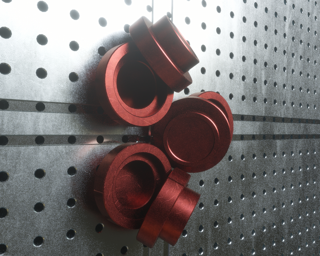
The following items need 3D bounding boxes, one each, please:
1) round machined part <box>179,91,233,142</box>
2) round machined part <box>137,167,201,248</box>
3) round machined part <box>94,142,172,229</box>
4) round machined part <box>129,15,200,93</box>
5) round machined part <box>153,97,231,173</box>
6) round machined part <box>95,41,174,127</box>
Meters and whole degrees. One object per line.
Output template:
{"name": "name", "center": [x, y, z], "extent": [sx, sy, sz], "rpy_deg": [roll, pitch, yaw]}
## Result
{"name": "round machined part", "center": [0.058, -0.003, 0.445], "extent": [0.099, 0.042, 0.097], "rpy_deg": [0, 90, -40]}
{"name": "round machined part", "center": [0.015, 0.100, 0.372], "extent": [0.042, 0.098, 0.098], "rpy_deg": [28, 71, 11]}
{"name": "round machined part", "center": [-0.035, 0.065, 0.368], "extent": [0.099, 0.042, 0.097], "rpy_deg": [0, 90, -40]}
{"name": "round machined part", "center": [0.011, -0.094, 0.370], "extent": [0.098, 0.042, 0.098], "rpy_deg": [49, 17, -20]}
{"name": "round machined part", "center": [0.039, 0.010, 0.390], "extent": [0.042, 0.098, 0.097], "rpy_deg": [-56, 136, -77]}
{"name": "round machined part", "center": [-0.033, -0.050, 0.368], "extent": [0.099, 0.042, 0.097], "rpy_deg": [0, 90, -40]}
